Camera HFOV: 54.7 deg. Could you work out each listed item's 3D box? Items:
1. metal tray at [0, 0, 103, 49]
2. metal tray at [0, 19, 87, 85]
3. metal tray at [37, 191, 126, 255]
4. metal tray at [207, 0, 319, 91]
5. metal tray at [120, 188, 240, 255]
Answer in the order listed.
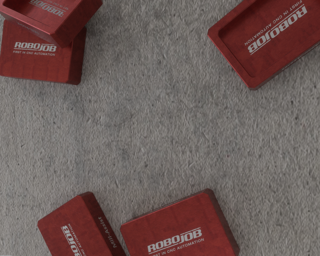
[{"bbox_3d":[-0.157,-0.173,0.435,0.130,0.030,0.090,29,77,25],"label":"metal tray"},{"bbox_3d":[-0.180,-0.117,0.470,0.130,0.030,0.089,8,93,19],"label":"metal tray"},{"bbox_3d":[-0.109,0.170,0.445,0.090,0.030,0.130,-34,79,16],"label":"metal tray"},{"bbox_3d":[0.133,-0.117,0.358,0.130,0.030,0.090,-37,78,16],"label":"metal tray"},{"bbox_3d":[0.023,0.143,0.398,0.130,0.030,0.090,-26,81,18],"label":"metal tray"}]
